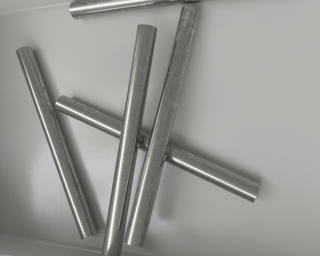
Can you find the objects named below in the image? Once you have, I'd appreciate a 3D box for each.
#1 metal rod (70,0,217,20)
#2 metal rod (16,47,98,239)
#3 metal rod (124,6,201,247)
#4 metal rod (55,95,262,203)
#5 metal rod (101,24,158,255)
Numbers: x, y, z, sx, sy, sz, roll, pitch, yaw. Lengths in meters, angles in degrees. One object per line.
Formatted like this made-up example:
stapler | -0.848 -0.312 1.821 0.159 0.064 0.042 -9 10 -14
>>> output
metal rod | 0.015 -0.169 0.395 0.301 0.025 0.025 1 91 22
metal rod | -0.156 0.017 0.463 0.025 0.025 0.299 -24 82 18
metal rod | 0.004 -0.006 0.385 0.025 0.025 0.298 12 86 19
metal rod | -0.015 0.021 0.414 0.301 0.025 0.025 24 98 18
metal rod | -0.040 0.021 0.395 0.025 0.025 0.298 10 93 19
